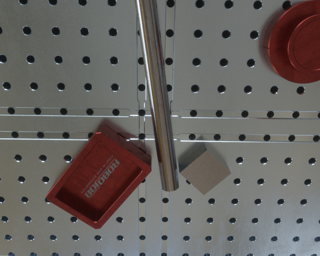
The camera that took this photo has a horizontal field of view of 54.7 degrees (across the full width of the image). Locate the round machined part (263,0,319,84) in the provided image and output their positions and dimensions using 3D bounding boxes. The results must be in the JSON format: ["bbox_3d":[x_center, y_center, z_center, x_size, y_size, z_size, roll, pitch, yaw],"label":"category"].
[{"bbox_3d":[0.179,-0.101,0.370,0.099,0.042,0.097,0,110,-1],"label":"round machined part"}]

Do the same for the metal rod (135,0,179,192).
[{"bbox_3d":[-0.004,-0.054,0.393,0.025,0.025,0.298,-7,110,2],"label":"metal rod"}]

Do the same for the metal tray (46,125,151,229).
[{"bbox_3d":[-0.085,0.071,0.435,0.090,0.030,0.130,37,106,-13],"label":"metal tray"}]

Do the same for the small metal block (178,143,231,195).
[{"bbox_3d":[0.062,0.058,0.436,0.050,0.025,0.050,-43,105,13],"label":"small metal block"}]
